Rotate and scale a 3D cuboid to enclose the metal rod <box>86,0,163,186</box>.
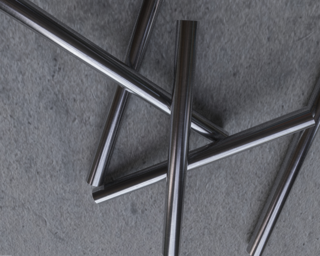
[{"bbox_3d":[-0.043,-0.057,0.388,0.025,0.025,0.298,18,109,-7],"label":"metal rod"}]

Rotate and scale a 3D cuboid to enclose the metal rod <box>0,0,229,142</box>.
[{"bbox_3d":[-0.036,-0.057,0.360,0.301,0.025,0.025,31,107,-22],"label":"metal rod"}]

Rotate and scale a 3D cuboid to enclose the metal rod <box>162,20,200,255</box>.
[{"bbox_3d":[0.023,0.027,0.376,0.025,0.025,0.298,3,108,-2],"label":"metal rod"}]

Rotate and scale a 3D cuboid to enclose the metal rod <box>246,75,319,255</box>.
[{"bbox_3d":[0.183,0.058,0.433,0.025,0.025,0.298,13,110,-5],"label":"metal rod"}]

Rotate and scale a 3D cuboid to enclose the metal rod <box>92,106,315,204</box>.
[{"bbox_3d":[0.044,0.042,0.404,0.300,0.025,0.025,-23,109,16],"label":"metal rod"}]
